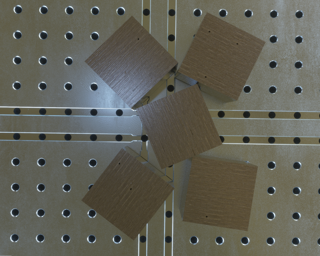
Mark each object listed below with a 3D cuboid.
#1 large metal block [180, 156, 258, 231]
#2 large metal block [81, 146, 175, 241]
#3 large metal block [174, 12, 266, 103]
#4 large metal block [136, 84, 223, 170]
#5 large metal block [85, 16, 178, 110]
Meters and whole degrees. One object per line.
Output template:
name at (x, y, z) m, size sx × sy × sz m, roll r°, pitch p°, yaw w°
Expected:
large metal block at (0.073, 0.080, 0.401) m, size 0.080 × 0.050 × 0.080 m, roll 9°, pitch 90°, yaw -1°
large metal block at (-0.039, 0.080, 0.399) m, size 0.080 × 0.050 × 0.080 m, roll 38°, pitch 90°, yaw 0°
large metal block at (0.074, -0.087, 0.400) m, size 0.080 × 0.050 × 0.080 m, roll 26°, pitch 90°, yaw -3°
large metal block at (0.024, -0.002, 0.400) m, size 0.080 × 0.050 × 0.080 m, roll -23°, pitch 90°, yaw 0°
large metal block at (-0.034, -0.080, 0.400) m, size 0.080 × 0.050 × 0.080 m, roll -44°, pitch 90°, yaw 0°
